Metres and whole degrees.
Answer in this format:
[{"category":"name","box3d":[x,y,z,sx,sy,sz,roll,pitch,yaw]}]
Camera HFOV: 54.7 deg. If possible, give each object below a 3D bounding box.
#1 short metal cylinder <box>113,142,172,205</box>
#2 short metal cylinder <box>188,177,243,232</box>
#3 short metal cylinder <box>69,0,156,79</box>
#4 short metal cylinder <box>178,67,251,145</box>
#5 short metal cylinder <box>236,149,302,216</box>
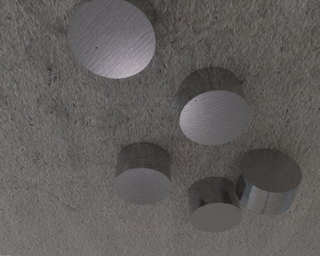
[{"category":"short metal cylinder","box3d":[-0.024,0.066,0.447,0.081,0.050,0.079,0,130,0]},{"category":"short metal cylinder","box3d":[0.087,0.123,0.497,0.081,0.050,0.079,0,130,0]},{"category":"short metal cylinder","box3d":[-0.044,-0.097,0.308,0.081,0.050,0.079,0,130,0]},{"category":"short metal cylinder","box3d":[0.062,-0.025,0.370,0.081,0.050,0.079,0,130,0]},{"category":"short metal cylinder","box3d":[0.151,0.075,0.436,0.080,0.080,0.050,-1,130,1]}]
